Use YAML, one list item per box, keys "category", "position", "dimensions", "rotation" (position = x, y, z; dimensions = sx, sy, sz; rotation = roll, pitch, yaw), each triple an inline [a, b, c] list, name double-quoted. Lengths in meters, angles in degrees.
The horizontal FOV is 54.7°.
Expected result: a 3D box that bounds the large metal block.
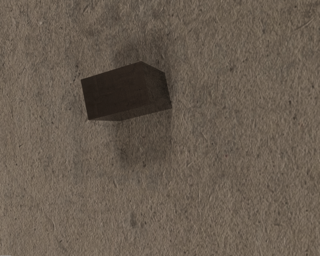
- category: "large metal block"
  position: [-0.039, -0.042, 0.393]
  dimensions: [0.080, 0.080, 0.050]
  rotation: [-13, 86, 19]
